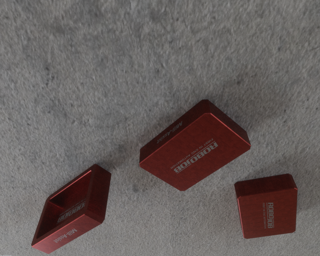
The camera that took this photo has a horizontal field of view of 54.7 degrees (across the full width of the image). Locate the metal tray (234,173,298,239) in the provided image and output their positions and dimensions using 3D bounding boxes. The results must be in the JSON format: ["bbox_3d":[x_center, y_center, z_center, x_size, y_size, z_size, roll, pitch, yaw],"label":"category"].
[{"bbox_3d":[0.179,0.136,0.523,0.090,0.030,0.129,-11,130,9],"label":"metal tray"}]

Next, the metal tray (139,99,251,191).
[{"bbox_3d":[0.046,0.029,0.430,0.090,0.030,0.130,35,121,-27],"label":"metal tray"}]

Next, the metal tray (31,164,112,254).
[{"bbox_3d":[-0.132,0.121,0.465,0.130,0.090,0.030,-35,122,25],"label":"metal tray"}]
